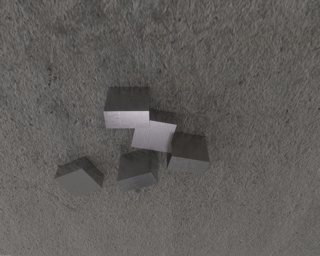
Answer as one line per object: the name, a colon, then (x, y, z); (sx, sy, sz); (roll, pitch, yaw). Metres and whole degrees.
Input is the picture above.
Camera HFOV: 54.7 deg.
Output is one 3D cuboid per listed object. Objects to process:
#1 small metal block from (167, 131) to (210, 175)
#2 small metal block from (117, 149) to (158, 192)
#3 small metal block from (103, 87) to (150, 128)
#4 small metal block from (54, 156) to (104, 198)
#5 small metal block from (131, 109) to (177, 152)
small metal block: (0.036, 0.033, 0.419); (0.050, 0.050, 0.025); (10, 129, -9)
small metal block: (-0.030, 0.058, 0.440); (0.050, 0.050, 0.025); (-17, 128, 13)
small metal block: (-0.037, -0.025, 0.369); (0.050, 0.050, 0.025); (0, 130, 0)
small metal block: (-0.121, 0.075, 0.470); (0.050, 0.025, 0.050); (-22, 127, 17)
small metal block: (-0.009, 0.002, 0.409); (0.050, 0.025, 0.050); (9, 130, -8)
